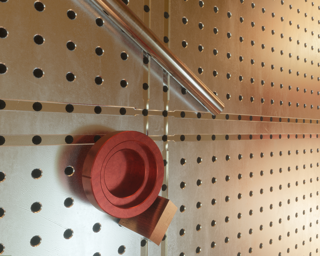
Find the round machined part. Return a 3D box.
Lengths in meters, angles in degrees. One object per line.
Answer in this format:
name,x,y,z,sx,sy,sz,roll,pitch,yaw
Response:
round machined part,-0.046,0.052,0.361,0.099,0.042,0.097,0,90,-40

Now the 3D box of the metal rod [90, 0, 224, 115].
metal rod,-0.008,-0.106,0.403,0.301,0.025,0.025,38,67,-34

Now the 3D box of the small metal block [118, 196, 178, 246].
small metal block,-0.014,0.108,0.380,0.050,0.050,0.025,-59,139,-23
